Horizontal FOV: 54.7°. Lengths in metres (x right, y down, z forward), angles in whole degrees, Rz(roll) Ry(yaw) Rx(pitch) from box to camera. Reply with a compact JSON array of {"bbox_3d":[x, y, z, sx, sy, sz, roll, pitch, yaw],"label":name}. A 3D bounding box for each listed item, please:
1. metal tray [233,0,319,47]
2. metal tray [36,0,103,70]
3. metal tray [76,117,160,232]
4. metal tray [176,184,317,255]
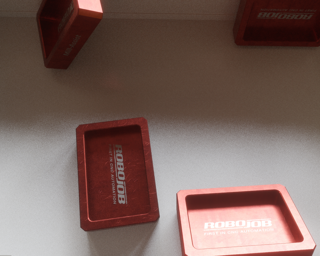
[{"bbox_3d":[0.177,-0.158,0.432,0.131,0.090,0.030,1,59,0],"label":"metal tray"},{"bbox_3d":[-0.123,-0.146,0.405,0.030,0.129,0.090,-3,72,-38],"label":"metal tray"},{"bbox_3d":[-0.053,0.056,0.385,0.091,0.030,0.129,-7,70,-3],"label":"metal tray"},{"bbox_3d":[0.087,0.108,0.343,0.131,0.030,0.090,-3,35,-2],"label":"metal tray"}]
